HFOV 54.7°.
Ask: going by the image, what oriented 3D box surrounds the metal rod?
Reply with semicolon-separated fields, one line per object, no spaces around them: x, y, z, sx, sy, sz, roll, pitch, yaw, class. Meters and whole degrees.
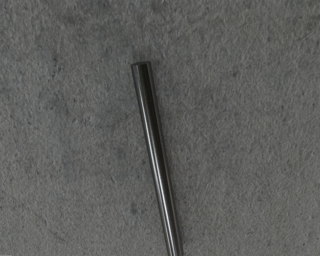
0.000;0.058;0.431;0.025;0.025;0.298;-9;110;3;metal rod
